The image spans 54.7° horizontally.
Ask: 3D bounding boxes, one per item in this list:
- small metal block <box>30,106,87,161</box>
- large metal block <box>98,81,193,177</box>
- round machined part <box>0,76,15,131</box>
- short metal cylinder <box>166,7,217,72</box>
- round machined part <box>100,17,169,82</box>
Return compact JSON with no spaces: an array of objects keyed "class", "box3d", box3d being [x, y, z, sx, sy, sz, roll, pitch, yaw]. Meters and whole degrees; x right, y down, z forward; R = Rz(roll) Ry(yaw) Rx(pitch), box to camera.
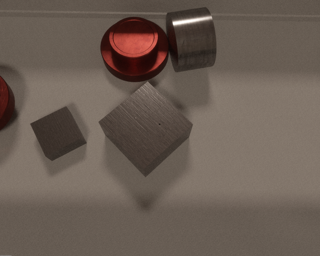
[{"class":"small metal block","box3d":[-0.132,0.007,0.405,0.050,0.025,0.050,-28,73,-10]},{"class":"large metal block","box3d":[-0.017,0.002,0.395,0.080,0.050,0.080,-42,76,-14]},{"class":"round machined part","box3d":[-0.241,-0.027,0.405,0.099,0.042,0.098,2,69,-4]},{"class":"short metal cylinder","box3d":[0.041,-0.120,0.425,0.050,0.080,0.080,-10,71,-4]},{"class":"round machined part","box3d":[-0.036,-0.119,0.444,0.099,0.042,0.098,0,70,-1]}]
